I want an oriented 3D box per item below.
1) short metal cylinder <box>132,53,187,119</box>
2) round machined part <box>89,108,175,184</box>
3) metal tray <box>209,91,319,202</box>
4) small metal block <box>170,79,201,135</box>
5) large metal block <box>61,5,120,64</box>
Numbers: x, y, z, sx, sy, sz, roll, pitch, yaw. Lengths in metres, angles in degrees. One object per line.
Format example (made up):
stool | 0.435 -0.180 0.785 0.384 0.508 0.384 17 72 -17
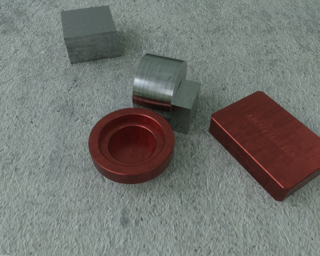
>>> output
short metal cylinder | 0.001 -0.056 0.414 0.050 0.080 0.080 14 51 11
round machined part | -0.032 0.025 0.371 0.099 0.042 0.098 0 50 0
metal tray | 0.136 0.016 0.388 0.091 0.030 0.130 -26 55 -21
small metal block | 0.033 -0.028 0.411 0.025 0.050 0.050 15 52 11
large metal block | -0.117 -0.157 0.517 0.081 0.050 0.080 -11 51 -10
